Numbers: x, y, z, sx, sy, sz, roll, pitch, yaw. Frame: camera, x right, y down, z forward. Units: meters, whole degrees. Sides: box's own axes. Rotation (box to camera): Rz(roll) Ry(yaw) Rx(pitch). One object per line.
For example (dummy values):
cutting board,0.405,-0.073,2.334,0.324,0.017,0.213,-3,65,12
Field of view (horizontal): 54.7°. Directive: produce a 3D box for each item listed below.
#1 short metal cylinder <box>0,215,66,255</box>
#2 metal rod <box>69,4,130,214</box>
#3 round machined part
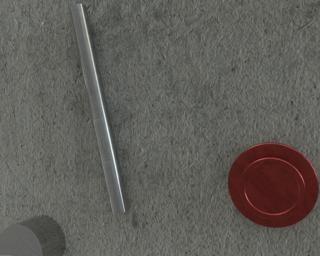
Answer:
short metal cylinder,-0.191,0.177,0.463,0.080,0.050,0.080,0,90,20
metal rod,-0.087,-0.030,0.439,0.025,0.025,0.298,-14,85,19
round machined part,0.128,0.066,0.355,0.098,0.042,0.097,0,90,20
